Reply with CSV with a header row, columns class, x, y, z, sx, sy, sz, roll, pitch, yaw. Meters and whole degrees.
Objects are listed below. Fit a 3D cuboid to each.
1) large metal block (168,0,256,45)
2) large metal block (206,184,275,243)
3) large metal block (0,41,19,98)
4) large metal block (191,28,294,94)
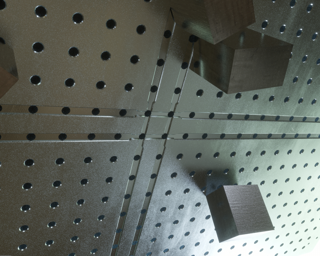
class,x,y,z,sx,sy,sz,roll,pitch,yaw
large metal block,0.045,-0.141,0.312,0.050,0.080,0.080,-31,129,-9
large metal block,0.135,0.144,0.528,0.081,0.080,0.050,5,147,-31
large metal block,-0.167,-0.060,0.247,0.050,0.080,0.080,-45,129,3
large metal block,0.095,-0.084,0.375,0.081,0.080,0.050,-11,123,-23
